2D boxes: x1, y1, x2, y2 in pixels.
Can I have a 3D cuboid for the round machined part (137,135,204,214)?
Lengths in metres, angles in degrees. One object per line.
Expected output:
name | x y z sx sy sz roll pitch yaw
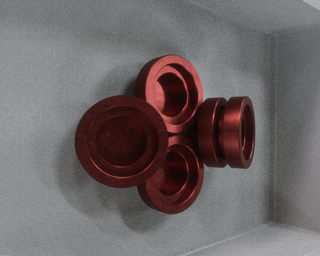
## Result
round machined part | 0.008 0.057 0.400 0.099 0.042 0.097 0 90 -40

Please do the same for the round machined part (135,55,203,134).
round machined part | 0.007 -0.042 0.398 0.099 0.042 0.097 0 90 -40

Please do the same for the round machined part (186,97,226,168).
round machined part | 0.070 0.006 0.438 0.098 0.042 0.097 2 87 -62

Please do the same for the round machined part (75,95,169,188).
round machined part | -0.044 0.014 0.343 0.099 0.042 0.097 0 90 -19

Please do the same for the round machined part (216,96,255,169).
round machined part | 0.100 0.006 0.426 0.098 0.042 0.097 0 90 -62
